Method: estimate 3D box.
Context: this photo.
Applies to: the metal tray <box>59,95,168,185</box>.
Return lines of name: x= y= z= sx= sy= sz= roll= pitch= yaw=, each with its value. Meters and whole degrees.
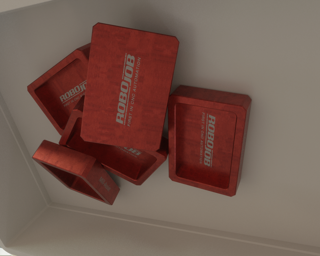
metal tray: x=-0.062 y=0.021 z=0.420 sx=0.131 sy=0.030 sz=0.089 roll=29 pitch=137 yaw=-10

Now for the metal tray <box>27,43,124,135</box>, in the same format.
metal tray: x=-0.117 y=-0.048 z=0.433 sx=0.130 sy=0.030 sz=0.090 roll=-22 pitch=107 yaw=36

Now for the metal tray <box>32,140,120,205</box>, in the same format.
metal tray: x=-0.122 y=0.071 z=0.472 sx=0.090 sy=0.030 sz=0.130 roll=16 pitch=154 yaw=19

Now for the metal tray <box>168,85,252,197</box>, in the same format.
metal tray: x=0.057 y=0.017 z=0.383 sx=0.090 sy=0.030 sz=0.129 roll=12 pitch=124 yaw=21

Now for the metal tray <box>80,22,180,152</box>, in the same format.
metal tray: x=-0.035 y=-0.044 z=0.349 sx=0.091 sy=0.030 sz=0.129 roll=9 pitch=105 yaw=-4
